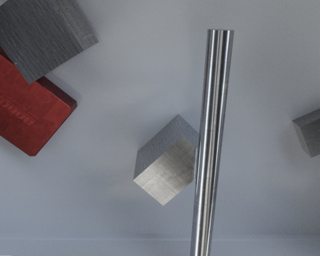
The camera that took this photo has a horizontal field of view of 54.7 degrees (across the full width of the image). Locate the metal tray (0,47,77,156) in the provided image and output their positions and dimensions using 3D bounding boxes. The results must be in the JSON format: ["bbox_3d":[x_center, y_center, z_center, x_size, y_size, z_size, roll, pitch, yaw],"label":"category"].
[{"bbox_3d":[-0.185,-0.036,0.393,0.130,0.030,0.090,40,105,-14],"label":"metal tray"}]

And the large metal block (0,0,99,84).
[{"bbox_3d":[-0.131,-0.108,0.349,0.080,0.050,0.080,-26,109,19],"label":"large metal block"}]

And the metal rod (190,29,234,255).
[{"bbox_3d":[0.053,0.047,0.343,0.025,0.025,0.298,1,111,-1],"label":"metal rod"}]

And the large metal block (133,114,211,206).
[{"bbox_3d":[0.015,0.038,0.396,0.080,0.080,0.050,-43,105,14],"label":"large metal block"}]

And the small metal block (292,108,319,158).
[{"bbox_3d":[0.215,0.005,0.416,0.050,0.025,0.050,-26,109,8],"label":"small metal block"}]
